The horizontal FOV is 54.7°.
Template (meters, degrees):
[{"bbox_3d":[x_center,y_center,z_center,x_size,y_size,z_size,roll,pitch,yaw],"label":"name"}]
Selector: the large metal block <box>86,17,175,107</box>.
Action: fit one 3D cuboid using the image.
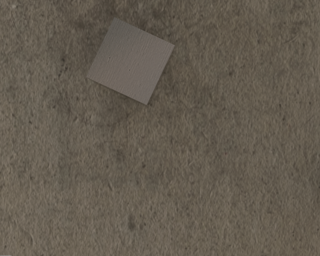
[{"bbox_3d":[-0.035,-0.081,0.397,0.080,0.050,0.080,25,90,-1],"label":"large metal block"}]
